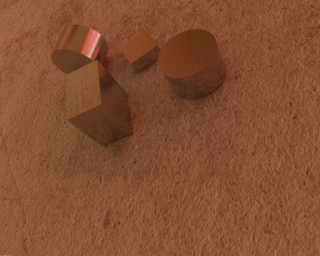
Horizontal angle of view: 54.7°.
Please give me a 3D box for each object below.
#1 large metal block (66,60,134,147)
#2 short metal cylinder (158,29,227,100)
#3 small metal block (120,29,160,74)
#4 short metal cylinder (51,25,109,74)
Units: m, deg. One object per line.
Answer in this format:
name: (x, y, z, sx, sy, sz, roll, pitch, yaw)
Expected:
large metal block: (-0.083, -0.032, 0.430, 0.050, 0.080, 0.080, -23, 54, 14)
short metal cylinder: (0.044, -0.085, 0.416, 0.080, 0.050, 0.080, -13, 56, 20)
small metal block: (-0.029, -0.122, 0.492, 0.050, 0.025, 0.050, -34, 52, 5)
short metal cylinder: (-0.130, -0.122, 0.510, 0.080, 0.080, 0.050, 0, 62, 28)
